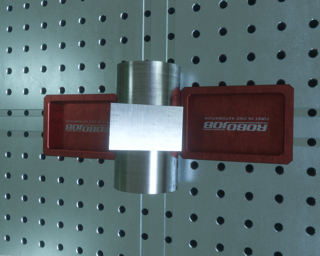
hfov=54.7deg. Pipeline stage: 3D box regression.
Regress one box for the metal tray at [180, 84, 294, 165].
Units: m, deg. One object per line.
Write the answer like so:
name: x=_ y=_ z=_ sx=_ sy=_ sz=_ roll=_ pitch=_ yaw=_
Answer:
metal tray: x=0.091 y=-0.005 z=0.377 sx=0.130 sy=0.030 sz=0.089 roll=1 pitch=90 yaw=19

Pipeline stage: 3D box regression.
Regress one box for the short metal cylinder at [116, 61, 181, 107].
short metal cylinder: x=-0.015 y=-0.051 z=0.388 sx=0.080 sy=0.080 sz=0.050 roll=2 pitch=91 yaw=20

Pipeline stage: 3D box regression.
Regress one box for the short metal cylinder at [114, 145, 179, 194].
short metal cylinder: x=-0.017 y=0.049 z=0.389 sx=0.080 sy=0.080 sz=0.050 roll=2 pitch=91 yaw=20

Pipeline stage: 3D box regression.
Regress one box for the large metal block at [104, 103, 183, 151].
large metal block: x=-0.024 y=-0.001 z=0.376 sx=0.081 sy=0.080 sz=0.050 roll=2 pitch=91 yaw=-14

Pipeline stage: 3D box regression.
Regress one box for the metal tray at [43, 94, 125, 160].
metal tray: x=-0.105 y=-0.003 z=0.446 sx=0.130 sy=0.030 sz=0.089 roll=1 pitch=90 yaw=19
